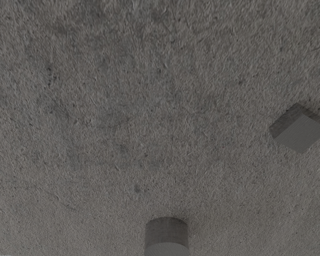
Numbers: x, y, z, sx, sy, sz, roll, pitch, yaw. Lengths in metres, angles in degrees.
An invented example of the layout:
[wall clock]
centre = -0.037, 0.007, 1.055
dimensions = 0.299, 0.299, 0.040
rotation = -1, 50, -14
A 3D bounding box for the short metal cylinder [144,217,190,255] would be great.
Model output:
[short metal cylinder]
centre = 0.012, 0.207, 0.567
dimensions = 0.081, 0.050, 0.079
rotation = 0, 130, 0

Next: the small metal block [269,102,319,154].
[small metal block]
centre = 0.183, 0.001, 0.410
dimensions = 0.050, 0.025, 0.050
rotation = 25, 126, -20
